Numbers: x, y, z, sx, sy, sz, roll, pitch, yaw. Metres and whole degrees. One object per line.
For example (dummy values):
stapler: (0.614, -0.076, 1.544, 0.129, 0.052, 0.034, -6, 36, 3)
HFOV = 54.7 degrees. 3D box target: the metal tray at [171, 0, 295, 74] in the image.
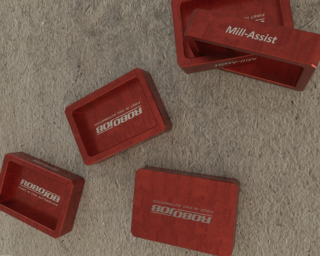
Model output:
metal tray: (0.083, -0.121, 0.366, 0.130, 0.030, 0.090, -7, 82, 15)

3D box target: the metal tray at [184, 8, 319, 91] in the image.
metal tray: (0.099, -0.082, 0.337, 0.130, 0.090, 0.030, 20, 88, 19)

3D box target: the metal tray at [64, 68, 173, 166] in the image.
metal tray: (-0.059, -0.013, 0.427, 0.130, 0.030, 0.090, -25, 82, 18)

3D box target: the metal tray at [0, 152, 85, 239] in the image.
metal tray: (-0.186, 0.099, 0.471, 0.130, 0.030, 0.089, 18, 96, 19)

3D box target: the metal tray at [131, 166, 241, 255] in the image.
metal tray: (0.031, 0.103, 0.395, 0.130, 0.030, 0.089, 6, 92, 19)
